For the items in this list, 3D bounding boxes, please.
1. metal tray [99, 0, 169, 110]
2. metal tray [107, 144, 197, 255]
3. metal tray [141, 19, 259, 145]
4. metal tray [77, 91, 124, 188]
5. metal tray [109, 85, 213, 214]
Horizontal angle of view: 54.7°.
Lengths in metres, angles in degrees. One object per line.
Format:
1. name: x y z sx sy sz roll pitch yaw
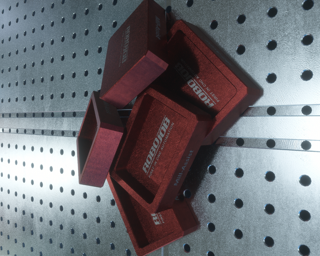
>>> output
1. metal tray: -0.032 -0.097 0.391 0.090 0.030 0.130 -37 37 33
2. metal tray: -0.017 0.094 0.418 0.090 0.030 0.130 -40 66 32
3. metal tray: 0.041 -0.054 0.370 0.090 0.030 0.130 -51 61 27
4. metal tray: -0.089 0.011 0.437 0.089 0.030 0.130 -67 24 18
5. metal tray: -0.005 0.023 0.369 0.090 0.030 0.129 35 111 34
